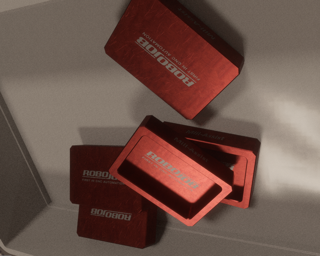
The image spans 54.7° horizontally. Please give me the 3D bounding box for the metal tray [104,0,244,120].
[{"bbox_3d":[0.013,-0.080,0.340,0.130,0.030,0.090,39,130,-5],"label":"metal tray"}]

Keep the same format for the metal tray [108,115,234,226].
[{"bbox_3d":[0.013,0.055,0.382,0.130,0.030,0.089,35,122,-4],"label":"metal tray"}]

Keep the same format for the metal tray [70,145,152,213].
[{"bbox_3d":[-0.075,0.071,0.461,0.130,0.030,0.089,0,89,28],"label":"metal tray"}]

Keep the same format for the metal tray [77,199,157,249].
[{"bbox_3d":[-0.069,0.132,0.490,0.130,0.030,0.090,-1,81,28],"label":"metal tray"}]

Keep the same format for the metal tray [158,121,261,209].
[{"bbox_3d":[0.057,0.047,0.403,0.130,0.030,0.089,11,123,21],"label":"metal tray"}]
